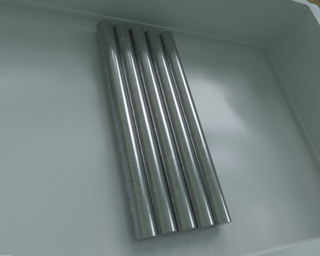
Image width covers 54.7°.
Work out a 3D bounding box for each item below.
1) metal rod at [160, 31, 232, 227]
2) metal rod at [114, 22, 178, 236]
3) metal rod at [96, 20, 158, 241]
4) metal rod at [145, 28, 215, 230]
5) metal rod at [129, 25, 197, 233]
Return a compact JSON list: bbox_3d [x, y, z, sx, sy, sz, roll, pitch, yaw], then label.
[{"bbox_3d":[0.042,-0.015,0.436,0.025,0.025,0.299,0,62,-28],"label":"metal rod"},{"bbox_3d":[-0.026,-0.017,0.400,0.025,0.025,0.299,0,62,-28],"label":"metal rod"},{"bbox_3d":[-0.047,-0.016,0.388,0.025,0.025,0.299,0,62,-28],"label":"metal rod"},{"bbox_3d":[0.019,-0.016,0.424,0.025,0.025,0.299,0,62,-28],"label":"metal rod"},{"bbox_3d":[-0.004,-0.016,0.412,0.025,0.025,0.299,0,62,-28],"label":"metal rod"}]
